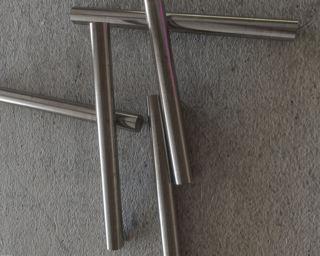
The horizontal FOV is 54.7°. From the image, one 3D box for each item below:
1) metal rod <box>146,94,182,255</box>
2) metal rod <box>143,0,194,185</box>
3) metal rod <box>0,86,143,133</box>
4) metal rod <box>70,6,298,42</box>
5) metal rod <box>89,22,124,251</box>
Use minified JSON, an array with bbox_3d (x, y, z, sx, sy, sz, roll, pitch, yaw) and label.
[{"bbox_3d":[0.009,0.106,0.405,0.025,0.025,0.298,-7,88,20],"label":"metal rod"},{"bbox_3d":[0.006,-0.078,0.387,0.025,0.025,0.298,-8,95,20],"label":"metal rod"},{"bbox_3d":[-0.167,-0.035,0.467,0.301,0.025,0.025,12,94,19],"label":"metal rod"},{"bbox_3d":[0.016,-0.138,0.403,0.301,0.025,0.025,11,94,19],"label":"metal rod"},{"bbox_3d":[-0.069,0.017,0.410,0.025,0.025,0.298,0,99,20],"label":"metal rod"}]
